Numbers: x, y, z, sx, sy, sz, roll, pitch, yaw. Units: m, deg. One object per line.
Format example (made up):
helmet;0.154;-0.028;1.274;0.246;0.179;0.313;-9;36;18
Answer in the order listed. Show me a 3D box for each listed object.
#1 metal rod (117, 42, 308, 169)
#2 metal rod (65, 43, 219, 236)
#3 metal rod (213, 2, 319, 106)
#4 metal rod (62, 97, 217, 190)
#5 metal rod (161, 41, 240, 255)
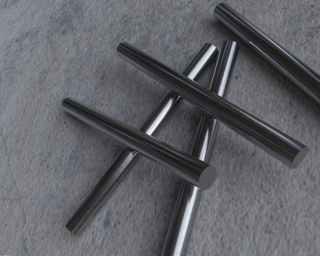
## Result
metal rod;0.037;-0.046;0.378;0.025;0.025;0.300;-47;52;-5
metal rod;-0.017;0.008;0.406;0.025;0.025;0.300;30;78;37
metal rod;0.153;-0.076;0.369;0.025;0.025;0.300;-35;51;4
metal rod;-0.051;0.004;0.396;0.300;0.025;0.025;24;74;45
metal rod;0.051;0.021;0.363;0.025;0.025;0.300;5;64;30
